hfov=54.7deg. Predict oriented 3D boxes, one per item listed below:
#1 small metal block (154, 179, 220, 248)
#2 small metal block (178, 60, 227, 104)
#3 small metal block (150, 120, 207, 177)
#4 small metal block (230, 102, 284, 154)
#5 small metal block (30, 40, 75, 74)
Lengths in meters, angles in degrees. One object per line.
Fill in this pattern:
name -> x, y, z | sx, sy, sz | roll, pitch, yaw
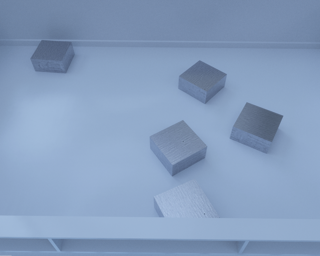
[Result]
small metal block -> 0.027, 0.089, 0.330 | 0.050, 0.025, 0.050 | -20, 53, -17
small metal block -> 0.063, -0.070, 0.464 | 0.050, 0.025, 0.050 | 34, 58, 25
small metal block -> 0.022, 0.024, 0.385 | 0.050, 0.025, 0.050 | -26, 55, -20
small metal block -> 0.127, -0.001, 0.407 | 0.050, 0.025, 0.050 | 24, 54, 19
small metal block -> -0.172, -0.116, 0.501 | 0.050, 0.025, 0.050 | 5, 50, 4
